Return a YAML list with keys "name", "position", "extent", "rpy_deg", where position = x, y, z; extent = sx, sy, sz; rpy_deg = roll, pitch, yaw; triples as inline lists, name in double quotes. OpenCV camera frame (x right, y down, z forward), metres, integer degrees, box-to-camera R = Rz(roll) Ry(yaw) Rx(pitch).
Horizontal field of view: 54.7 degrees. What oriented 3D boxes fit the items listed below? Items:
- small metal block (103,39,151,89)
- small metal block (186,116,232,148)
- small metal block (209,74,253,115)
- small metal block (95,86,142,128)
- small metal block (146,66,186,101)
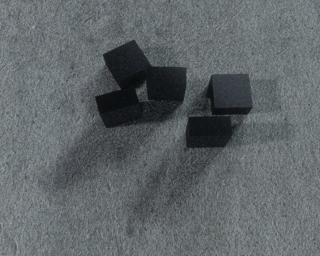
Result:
- name: "small metal block"
  position: [-0.046, -0.090, 0.441]
  extent: [0.050, 0.025, 0.050]
  rpy_deg: [-29, 73, -10]
- name: "small metal block"
  position: [0.060, 0.006, 0.393]
  extent: [0.050, 0.050, 0.025]
  rpy_deg: [-1, 70, -1]
- name: "small metal block"
  position: [0.096, -0.046, 0.425]
  extent: [0.050, 0.025, 0.050]
  rpy_deg: [-1, 70, -1]
- name: "small metal block"
  position: [-0.053, -0.026, 0.404]
  extent: [0.050, 0.050, 0.025]
  rpy_deg: [-16, 71, -6]
- name: "small metal block"
  position: [0.008, -0.059, 0.416]
  extent: [0.050, 0.050, 0.025]
  rpy_deg: [1, 70, 0]
